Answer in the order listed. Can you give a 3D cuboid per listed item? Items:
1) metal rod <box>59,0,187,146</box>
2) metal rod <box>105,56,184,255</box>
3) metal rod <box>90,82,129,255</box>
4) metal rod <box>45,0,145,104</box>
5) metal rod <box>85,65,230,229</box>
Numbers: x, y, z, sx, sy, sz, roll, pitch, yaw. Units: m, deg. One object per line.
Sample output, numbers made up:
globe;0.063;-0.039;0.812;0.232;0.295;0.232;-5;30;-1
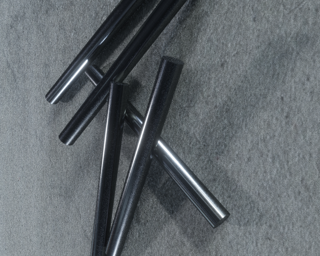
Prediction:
metal rod;-0.048;-0.086;0.417;0.299;0.025;0.025;-48;62;20
metal rod;-0.028;0.055;0.397;0.025;0.025;0.298;36;121;34
metal rod;-0.076;0.083;0.445;0.025;0.025;0.298;21;109;37
metal rod;-0.098;-0.131;0.482;0.299;0.025;0.025;-38;67;33
metal rod;-0.019;0.007;0.418;0.300;0.025;0.025;48;118;29
